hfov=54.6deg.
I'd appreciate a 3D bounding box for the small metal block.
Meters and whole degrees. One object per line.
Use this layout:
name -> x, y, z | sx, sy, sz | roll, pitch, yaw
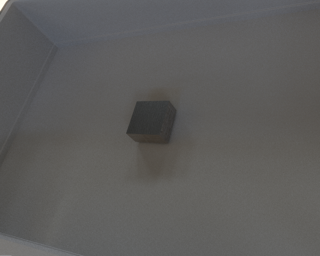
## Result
small metal block -> -0.011, -0.008, 0.413 | 0.050, 0.025, 0.050 | 2, 63, 29
